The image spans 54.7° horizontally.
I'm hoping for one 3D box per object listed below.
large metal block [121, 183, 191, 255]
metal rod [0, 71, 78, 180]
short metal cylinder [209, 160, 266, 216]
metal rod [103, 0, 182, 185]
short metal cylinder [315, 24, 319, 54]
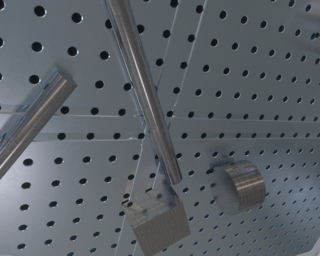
[{"bbox_3d":[-0.005,0.143,0.481,0.080,0.050,0.080,-25,128,-13],"label":"large metal block"},{"bbox_3d":[-0.195,0.060,0.341,0.299,0.025,0.025,-49,129,6],"label":"metal rod"},{"bbox_3d":[0.124,0.096,0.503,0.050,0.080,0.079,-12,124,-22],"label":"short metal cylinder"},{"bbox_3d":[-0.015,-0.036,0.380,0.025,0.025,0.299,-27,128,-12],"label":"metal rod"},{"bbox_3d":[0.284,-0.140,0.464,0.081,0.050,0.079,-14,124,-21],"label":"short metal cylinder"}]
